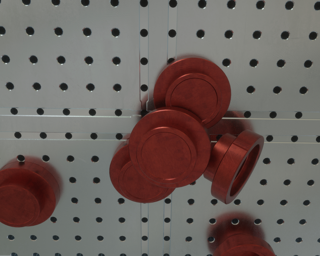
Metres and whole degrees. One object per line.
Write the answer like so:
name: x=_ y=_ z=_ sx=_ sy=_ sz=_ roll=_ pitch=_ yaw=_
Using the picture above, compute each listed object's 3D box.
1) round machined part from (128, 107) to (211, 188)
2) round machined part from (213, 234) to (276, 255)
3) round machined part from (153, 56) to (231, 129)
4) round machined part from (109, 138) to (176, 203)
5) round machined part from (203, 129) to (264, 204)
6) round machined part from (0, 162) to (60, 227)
round machined part: x=0.010 y=0.027 z=0.364 sx=0.098 sy=0.042 sz=0.097 roll=2 pitch=105 yaw=9
round machined part: x=0.129 y=0.206 z=0.481 sx=0.099 sy=0.042 sz=0.097 roll=0 pitch=110 yaw=0
round machined part: x=0.041 y=-0.039 z=0.390 sx=0.099 sy=0.042 sz=0.097 roll=0 pitch=110 yaw=0
round machined part: x=-0.021 y=0.063 z=0.427 sx=0.099 sy=0.042 sz=0.097 roll=0 pitch=110 yaw=0
round machined part: x=0.092 y=0.045 z=0.402 sx=0.042 sy=0.099 sz=0.097 roll=28 pitch=112 yaw=28
round machined part: x=-0.198 y=0.100 z=0.440 sx=0.099 sy=0.042 sz=0.097 roll=0 pitch=110 yaw=0
